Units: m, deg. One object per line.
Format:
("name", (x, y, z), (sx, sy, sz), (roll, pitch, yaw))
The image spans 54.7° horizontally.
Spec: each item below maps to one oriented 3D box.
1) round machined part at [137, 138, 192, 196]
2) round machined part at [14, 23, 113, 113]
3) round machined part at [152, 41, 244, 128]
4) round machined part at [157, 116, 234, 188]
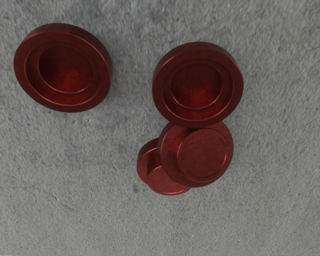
("round machined part", (0.016, 0.061, 0.448), (0.099, 0.042, 0.097), (-1, 130, 0))
("round machined part", (-0.101, -0.067, 0.337), (0.099, 0.042, 0.097), (-1, 130, 0))
("round machined part", (0.041, -0.051, 0.350), (0.099, 0.042, 0.097), (0, 126, 0))
("round machined part", (0.049, 0.030, 0.393), (0.099, 0.042, 0.097), (-2, 100, -14))
